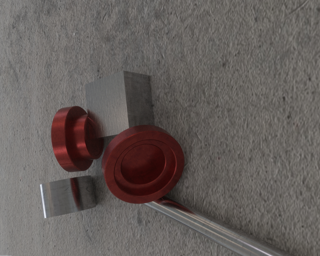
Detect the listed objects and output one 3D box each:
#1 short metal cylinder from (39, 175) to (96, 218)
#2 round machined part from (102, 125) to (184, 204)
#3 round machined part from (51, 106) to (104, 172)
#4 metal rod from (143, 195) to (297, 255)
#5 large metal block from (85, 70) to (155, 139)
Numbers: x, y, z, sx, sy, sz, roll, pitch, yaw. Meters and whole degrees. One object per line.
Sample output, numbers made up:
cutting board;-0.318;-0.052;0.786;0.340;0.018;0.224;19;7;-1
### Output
short metal cylinder;-0.145;0.108;0.489;0.080;0.081;0.050;-19;78;38
round machined part;-0.023;0.041;0.385;0.042;0.099;0.097;48;122;61
round machined part;-0.116;0.015;0.461;0.042;0.098;0.097;-7;85;12
metal rod;0.090;0.124;0.330;0.300;0.025;0.025;17;101;38
large metal block;-0.057;-0.029;0.436;0.080;0.050;0.080;-10;83;39
